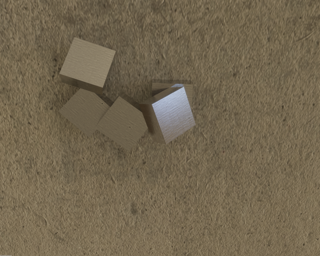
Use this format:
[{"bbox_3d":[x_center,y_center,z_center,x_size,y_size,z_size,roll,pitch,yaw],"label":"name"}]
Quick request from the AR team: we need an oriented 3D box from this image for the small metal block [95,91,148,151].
[{"bbox_3d":[-0.043,-0.008,0.379,0.050,0.025,0.050,36,106,-13],"label":"small metal block"}]

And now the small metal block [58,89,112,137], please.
[{"bbox_3d":[-0.092,-0.025,0.400,0.050,0.025,0.050,-43,105,14],"label":"small metal block"}]

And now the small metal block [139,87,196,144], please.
[{"bbox_3d":[0.010,-0.016,0.365,0.050,0.025,0.050,-32,113,-31],"label":"small metal block"}]

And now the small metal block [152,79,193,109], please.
[{"bbox_3d":[0.015,-0.035,0.398,0.050,0.025,0.050,2,110,-1],"label":"small metal block"}]

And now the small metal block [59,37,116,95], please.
[{"bbox_3d":[-0.085,-0.073,0.370,0.050,0.025,0.050,18,72,-7],"label":"small metal block"}]
